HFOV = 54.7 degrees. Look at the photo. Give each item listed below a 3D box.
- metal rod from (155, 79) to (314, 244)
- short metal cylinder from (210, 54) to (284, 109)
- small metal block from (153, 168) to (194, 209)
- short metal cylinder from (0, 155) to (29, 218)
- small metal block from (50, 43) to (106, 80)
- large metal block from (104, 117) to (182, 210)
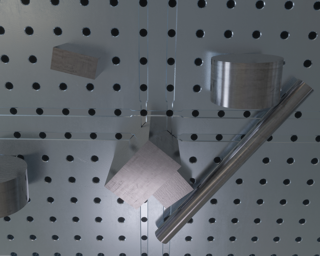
[{"bbox_3d":[0.094,0.056,0.434,0.025,0.025,0.299,36,106,-12],"label":"metal rod"},{"bbox_3d":[0.100,-0.057,0.364,0.080,0.080,0.050,-1,110,0],"label":"short metal cylinder"},{"bbox_3d":[0.012,0.078,0.442,0.050,0.025,0.050,-38,106,12],"label":"small metal block"},{"bbox_3d":[-0.218,0.076,0.410,0.081,0.080,0.050,5,110,-2],"label":"short metal cylinder"},{"bbox_3d":[-0.096,-0.080,0.369,0.050,0.050,0.025,13,110,-5],"label":"small metal block"},{"bbox_3d":[-0.021,0.043,0.400,0.050,0.080,0.080,40,105,-13],"label":"large metal block"}]
